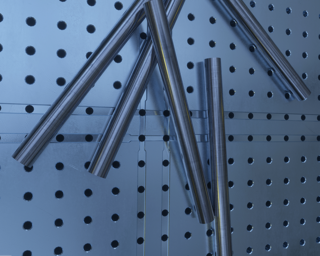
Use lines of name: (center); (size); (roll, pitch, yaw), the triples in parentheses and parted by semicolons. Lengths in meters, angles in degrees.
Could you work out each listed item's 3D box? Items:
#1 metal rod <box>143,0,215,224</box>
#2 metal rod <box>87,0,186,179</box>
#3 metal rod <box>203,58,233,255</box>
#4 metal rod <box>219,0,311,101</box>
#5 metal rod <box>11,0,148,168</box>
metal rod: (0.028, -0.012, 0.407); (0.025, 0.025, 0.298); (-19, 103, -19)
metal rod: (-0.020, -0.078, 0.405); (0.025, 0.025, 0.299); (26, 81, -19)
metal rod: (0.084, 0.051, 0.445); (0.025, 0.025, 0.298); (-4, 92, -20)
metal rod: (0.132, -0.157, 0.462); (0.300, 0.025, 0.025); (46, 76, -15)
metal rod: (-0.076, -0.083, 0.385); (0.025, 0.025, 0.300); (38, 78, -17)
